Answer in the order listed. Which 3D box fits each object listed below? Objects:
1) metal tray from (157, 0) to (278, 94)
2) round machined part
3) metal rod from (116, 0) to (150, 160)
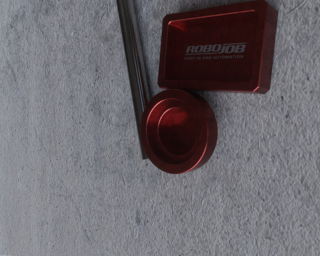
[{"bbox_3d":[0.059,-0.087,0.351,0.130,0.030,0.089,8,95,39],"label":"metal tray"},{"bbox_3d":[0.026,0.003,0.369,0.098,0.042,0.097,2,93,40],"label":"round machined part"},{"bbox_3d":[-0.037,-0.105,0.433,0.025,0.025,0.298,-16,80,38],"label":"metal rod"}]
